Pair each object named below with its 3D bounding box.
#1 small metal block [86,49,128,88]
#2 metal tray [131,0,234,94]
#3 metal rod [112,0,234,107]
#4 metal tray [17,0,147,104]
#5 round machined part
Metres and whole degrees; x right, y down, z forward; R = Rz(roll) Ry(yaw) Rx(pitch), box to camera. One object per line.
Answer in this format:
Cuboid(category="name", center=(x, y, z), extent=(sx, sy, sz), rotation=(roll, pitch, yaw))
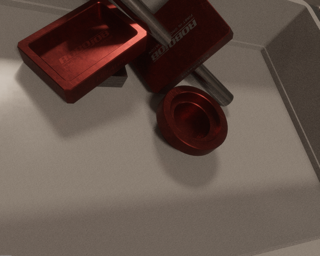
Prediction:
Cuboid(category="small metal block", center=(-0.076, -0.083, 0.416), extent=(0.050, 0.025, 0.050), rotation=(-2, 63, -30))
Cuboid(category="metal tray", center=(0.022, -0.120, 0.428), extent=(0.090, 0.130, 0.030), rotation=(55, 18, 11))
Cuboid(category="metal rod", center=(0.004, -0.125, 0.421), extent=(0.301, 0.025, 0.025), rotation=(38, 48, -29))
Cuboid(category="metal tray", center=(-0.091, -0.101, 0.384), extent=(0.090, 0.030, 0.131), rotation=(42, 66, 13))
Cuboid(category="round machined part", center=(0.039, -0.006, 0.421), extent=(0.099, 0.042, 0.098), rotation=(14, 56, -21))
